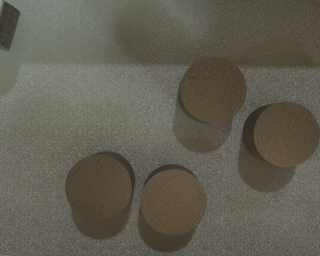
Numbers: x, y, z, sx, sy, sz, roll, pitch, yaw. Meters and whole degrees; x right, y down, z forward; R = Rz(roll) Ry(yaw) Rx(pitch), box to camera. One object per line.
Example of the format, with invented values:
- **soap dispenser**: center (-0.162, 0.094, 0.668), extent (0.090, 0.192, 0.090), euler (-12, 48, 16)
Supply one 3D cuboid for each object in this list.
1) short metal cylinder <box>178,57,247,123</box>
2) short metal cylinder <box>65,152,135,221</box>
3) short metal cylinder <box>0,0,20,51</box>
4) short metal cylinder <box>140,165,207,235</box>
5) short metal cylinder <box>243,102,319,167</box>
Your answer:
- **short metal cylinder**: center (0.065, -0.046, 0.399), extent (0.081, 0.050, 0.080), euler (0, 90, 0)
- **short metal cylinder**: center (-0.074, 0.072, 0.398), extent (0.081, 0.050, 0.080), euler (0, 90, 0)
- **short metal cylinder**: center (-0.222, -0.134, 0.382), extent (0.080, 0.080, 0.050), euler (16, 90, 0)
- **short metal cylinder**: center (0.016, 0.090, 0.399), extent (0.081, 0.050, 0.080), euler (0, 90, 0)
- **short metal cylinder**: center (0.153, 0.008, 0.400), extent (0.081, 0.050, 0.080), euler (0, 90, 0)
